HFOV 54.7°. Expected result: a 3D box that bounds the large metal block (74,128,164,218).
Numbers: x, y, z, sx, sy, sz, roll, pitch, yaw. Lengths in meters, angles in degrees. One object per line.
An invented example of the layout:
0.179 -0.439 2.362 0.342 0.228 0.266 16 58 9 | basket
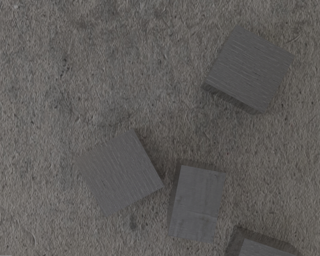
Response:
-0.049 0.054 0.397 0.080 0.050 0.080 -28 90 0 | large metal block

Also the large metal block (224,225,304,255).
0.127 0.183 0.398 0.080 0.050 0.080 19 90 0 | large metal block

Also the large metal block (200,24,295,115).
0.109 -0.071 0.398 0.080 0.050 0.080 28 90 0 | large metal block

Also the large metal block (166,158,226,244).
0.041 0.084 0.383 0.050 0.080 0.080 11 90 0 | large metal block
